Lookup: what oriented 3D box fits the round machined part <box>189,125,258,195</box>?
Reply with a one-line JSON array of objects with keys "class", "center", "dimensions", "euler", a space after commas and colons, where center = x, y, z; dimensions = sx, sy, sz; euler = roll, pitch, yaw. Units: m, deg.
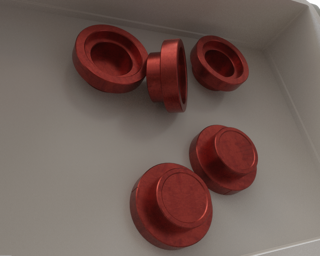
[{"class": "round machined part", "center": [0.093, 0.038, 0.421], "dimensions": [0.099, 0.042, 0.098], "euler": [14, 56, -21]}]

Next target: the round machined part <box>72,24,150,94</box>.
[{"class": "round machined part", "center": [-0.067, -0.086, 0.411], "dimensions": [0.099, 0.042, 0.098], "euler": [14, 56, -21]}]

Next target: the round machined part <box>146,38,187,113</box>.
[{"class": "round machined part", "center": [0.010, -0.069, 0.418], "dimensions": [0.042, 0.098, 0.098], "euler": [-2, 56, 12]}]

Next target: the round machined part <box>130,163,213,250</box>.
[{"class": "round machined part", "center": [0.019, 0.084, 0.353], "dimensions": [0.099, 0.042, 0.098], "euler": [14, 56, -21]}]

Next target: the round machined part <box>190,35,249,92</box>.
[{"class": "round machined part", "center": [0.092, -0.099, 0.504], "dimensions": [0.099, 0.042, 0.098], "euler": [14, 56, -21]}]
